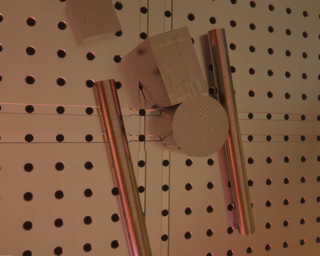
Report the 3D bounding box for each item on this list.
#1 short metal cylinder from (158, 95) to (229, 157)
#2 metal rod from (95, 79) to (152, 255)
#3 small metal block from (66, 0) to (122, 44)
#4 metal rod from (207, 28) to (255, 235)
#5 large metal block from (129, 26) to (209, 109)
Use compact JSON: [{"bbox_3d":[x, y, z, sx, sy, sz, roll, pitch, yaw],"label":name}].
[{"bbox_3d":[0.044,-0.003,0.417,0.081,0.050,0.079,0,90,-20],"label":"short metal cylinder"},{"bbox_3d":[-0.039,0.087,0.399,0.025,0.025,0.298,-13,95,-20],"label":"metal rod"},{"bbox_3d":[-0.082,-0.137,0.383,0.050,0.025,0.050,-22,98,-19],"label":"small metal block"},{"bbox_3d":[0.105,0.008,0.452,0.025,0.025,0.298,-11,94,-20],"label":"metal rod"},{"bbox_3d":[0.008,-0.071,0.387,0.050,0.080,0.080,-22,98,-19],"label":"large metal block"}]
